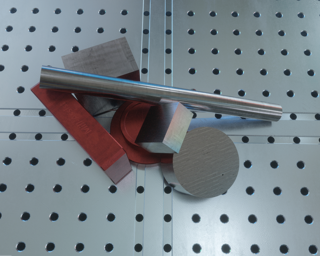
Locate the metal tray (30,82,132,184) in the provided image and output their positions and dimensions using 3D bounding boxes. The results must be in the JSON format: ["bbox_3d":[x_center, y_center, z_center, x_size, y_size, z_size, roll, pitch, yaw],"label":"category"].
[{"bbox_3d":[-0.091,0.004,0.374,0.030,0.090,0.130,-42,76,-14],"label":"metal tray"}]

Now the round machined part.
[{"bbox_3d":[-0.016,0.000,0.405,0.099,0.042,0.098,0,70,-1],"label":"round machined part"}]

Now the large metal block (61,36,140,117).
[{"bbox_3d":[-0.071,-0.063,0.403,0.080,0.080,0.050,-20,72,-7],"label":"large metal block"}]

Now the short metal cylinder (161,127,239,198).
[{"bbox_3d":[0.046,0.041,0.371,0.081,0.050,0.080,2,83,-15],"label":"short metal cylinder"}]

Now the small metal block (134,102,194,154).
[{"bbox_3d":[0.004,0.001,0.352,0.025,0.050,0.050,37,66,-32],"label":"small metal block"}]

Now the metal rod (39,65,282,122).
[{"bbox_3d":[0.017,-0.037,0.375,0.302,0.025,0.025,7,69,-19],"label":"metal rod"}]
